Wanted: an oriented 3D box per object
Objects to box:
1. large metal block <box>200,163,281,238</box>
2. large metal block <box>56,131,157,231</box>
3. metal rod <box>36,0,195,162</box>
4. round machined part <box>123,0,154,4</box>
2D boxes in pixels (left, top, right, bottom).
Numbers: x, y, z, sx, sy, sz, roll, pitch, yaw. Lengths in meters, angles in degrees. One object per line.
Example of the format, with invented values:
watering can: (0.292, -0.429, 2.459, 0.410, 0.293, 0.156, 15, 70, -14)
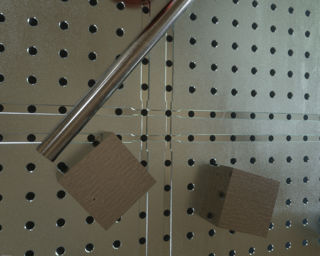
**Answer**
large metal block: (0.114, 0.102, 0.441, 0.081, 0.050, 0.080, 18, 84, -19)
large metal block: (-0.066, 0.061, 0.375, 0.080, 0.050, 0.080, -43, 104, -15)
metal rod: (-0.043, -0.082, 0.396, 0.025, 0.025, 0.300, 42, 77, -15)
round machined part: (-0.028, -0.214, 0.393, 0.099, 0.042, 0.097, 0, 90, -20)
